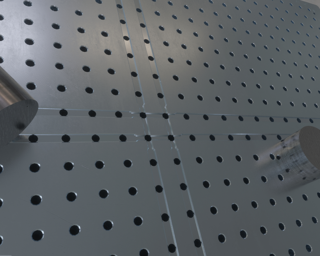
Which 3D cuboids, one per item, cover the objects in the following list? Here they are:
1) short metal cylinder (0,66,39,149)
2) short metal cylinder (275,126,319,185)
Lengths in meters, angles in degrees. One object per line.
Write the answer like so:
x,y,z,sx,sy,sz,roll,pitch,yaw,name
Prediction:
-0.166,-0.016,0.293,0.050,0.080,0.080,45,51,2,short metal cylinder
0.233,0.043,0.491,0.081,0.050,0.080,14,56,-21,short metal cylinder
